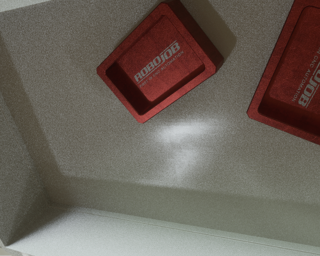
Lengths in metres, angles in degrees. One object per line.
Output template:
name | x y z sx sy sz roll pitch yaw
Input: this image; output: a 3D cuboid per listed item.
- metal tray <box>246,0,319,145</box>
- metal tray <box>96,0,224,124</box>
metal tray | 0.149 -0.053 0.293 0.090 0.030 0.129 23 127 13
metal tray | -0.004 -0.072 0.361 0.130 0.030 0.090 -33 100 38
